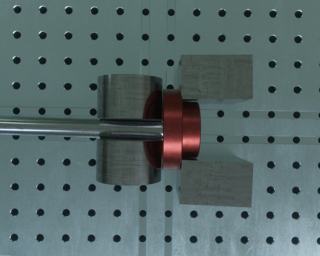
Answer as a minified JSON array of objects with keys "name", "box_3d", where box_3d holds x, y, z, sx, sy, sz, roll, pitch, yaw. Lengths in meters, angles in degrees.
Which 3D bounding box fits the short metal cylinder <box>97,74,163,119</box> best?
[{"name":"short metal cylinder","box_3d":[-0.037,-0.036,0.385,0.081,0.080,0.050,1,91,0]}]

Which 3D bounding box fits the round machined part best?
[{"name":"round machined part","box_3d":[0.025,0.002,0.376,0.042,0.098,0.097,1,90,0]}]

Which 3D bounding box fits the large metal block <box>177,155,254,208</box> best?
[{"name":"large metal block","box_3d":[0.064,0.062,0.387,0.080,0.080,0.050,3,90,0]}]

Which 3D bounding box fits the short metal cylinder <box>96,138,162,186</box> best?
[{"name":"short metal cylinder","box_3d":[-0.038,0.039,0.385,0.081,0.080,0.050,1,91,0]}]

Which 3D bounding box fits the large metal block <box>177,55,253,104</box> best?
[{"name":"large metal block","box_3d":[0.064,-0.058,0.387,0.081,0.080,0.050,0,90,0]}]

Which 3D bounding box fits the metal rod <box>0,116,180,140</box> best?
[{"name":"metal rod","box_3d":[-0.120,-0.001,0.401,0.302,0.025,0.025,2,90,4]}]
